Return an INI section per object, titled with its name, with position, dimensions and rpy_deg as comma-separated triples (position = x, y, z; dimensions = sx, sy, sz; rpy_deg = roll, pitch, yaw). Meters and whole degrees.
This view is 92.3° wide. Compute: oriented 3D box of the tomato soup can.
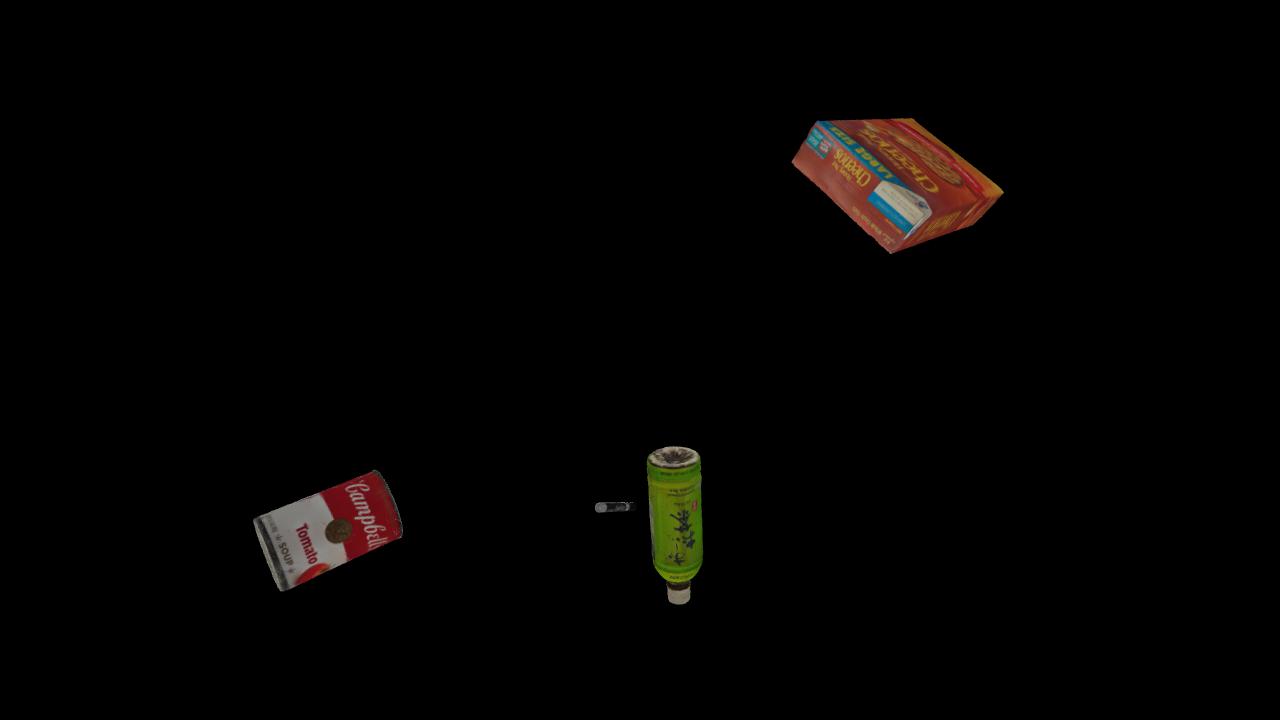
[tomato soup can]
position = -0.270, 0.146, 0.535
dimensions = 0.101, 0.068, 0.068
rpy_deg = -21, 12, -36

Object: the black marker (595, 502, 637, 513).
[black marker]
position = -0.045, 0.291, 1.218
dimensions = 0.020, 0.020, 0.121
rpy_deg = 0, -10, 35

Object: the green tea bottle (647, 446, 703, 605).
[green tea bottle]
position = 0.047, 0.222, 0.808
dimensions = 0.073, 0.212, 0.073
rpy_deg = -2, 17, 1

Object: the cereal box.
[cereal box]
position = 0.392, -0.273, 0.921
dimensions = 0.306, 0.203, 0.081
rpy_deg = -20, -28, -41
